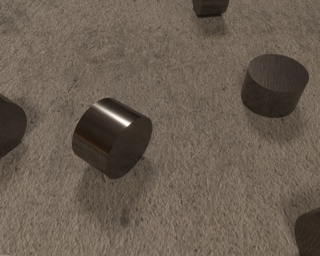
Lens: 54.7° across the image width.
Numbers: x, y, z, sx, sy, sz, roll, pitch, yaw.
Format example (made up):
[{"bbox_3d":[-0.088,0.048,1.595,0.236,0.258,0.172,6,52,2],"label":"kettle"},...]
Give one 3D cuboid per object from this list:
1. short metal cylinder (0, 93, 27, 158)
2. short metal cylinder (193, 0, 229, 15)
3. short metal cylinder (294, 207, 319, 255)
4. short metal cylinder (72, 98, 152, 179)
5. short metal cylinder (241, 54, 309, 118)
[{"bbox_3d":[-0.211,-0.006,0.370,0.050,0.080,0.080,30,56,22],"label":"short metal cylinder"},{"bbox_3d":[0.094,-0.257,0.584,0.050,0.080,0.080,-7,51,-6],"label":"short metal cylinder"},{"bbox_3d":[0.171,0.107,0.280,0.050,0.080,0.080,-17,52,-14],"label":"short metal cylinder"},{"bbox_3d":[-0.053,0.012,0.357,0.050,0.080,0.080,29,56,22],"label":"short metal cylinder"},{"bbox_3d":[0.161,-0.060,0.440,0.081,0.050,0.080,0,50,0],"label":"short metal cylinder"}]
